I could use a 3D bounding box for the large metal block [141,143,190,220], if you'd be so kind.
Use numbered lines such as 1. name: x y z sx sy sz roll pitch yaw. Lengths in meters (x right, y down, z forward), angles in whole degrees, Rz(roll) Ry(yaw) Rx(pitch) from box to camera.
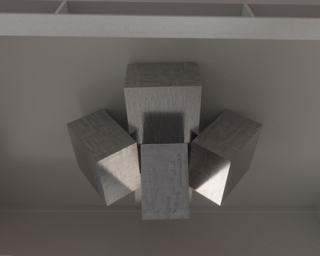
1. large metal block: 0.005 0.059 0.369 0.050 0.080 0.080 -1 86 -1

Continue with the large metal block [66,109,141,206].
1. large metal block: -0.070 0.036 0.391 0.050 0.080 0.079 -27 137 -26

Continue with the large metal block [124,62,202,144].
1. large metal block: 0.004 -0.028 0.363 0.080 0.050 0.079 -1 130 1

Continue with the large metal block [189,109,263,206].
1. large metal block: 0.081 0.036 0.393 0.050 0.080 0.079 28 137 28

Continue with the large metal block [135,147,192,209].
1. large metal block: 0.005 0.075 0.455 0.081 0.050 0.079 0 130 -1
